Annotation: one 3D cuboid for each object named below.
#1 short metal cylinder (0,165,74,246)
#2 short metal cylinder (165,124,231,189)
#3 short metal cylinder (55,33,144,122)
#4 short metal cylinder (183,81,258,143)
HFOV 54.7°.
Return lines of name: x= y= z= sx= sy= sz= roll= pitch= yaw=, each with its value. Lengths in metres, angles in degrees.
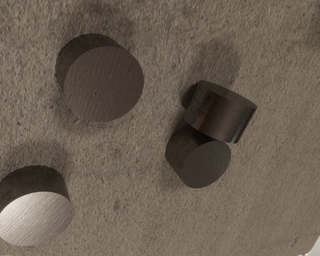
short metal cylinder: x=-0.149 y=0.091 z=0.367 sx=0.081 sy=0.050 sz=0.079 roll=-14 pitch=125 yaw=-21
short metal cylinder: x=0.055 y=0.040 z=0.447 sx=0.081 sy=0.050 sz=0.079 roll=-14 pitch=125 yaw=-21
short metal cylinder: x=-0.064 y=-0.053 z=0.324 sx=0.081 sy=0.050 sz=0.079 roll=-14 pitch=125 yaw=-21
short metal cylinder: x=0.077 y=-0.022 z=0.402 sx=0.081 sy=0.080 sz=0.050 roll=11 pitch=113 yaw=-33
